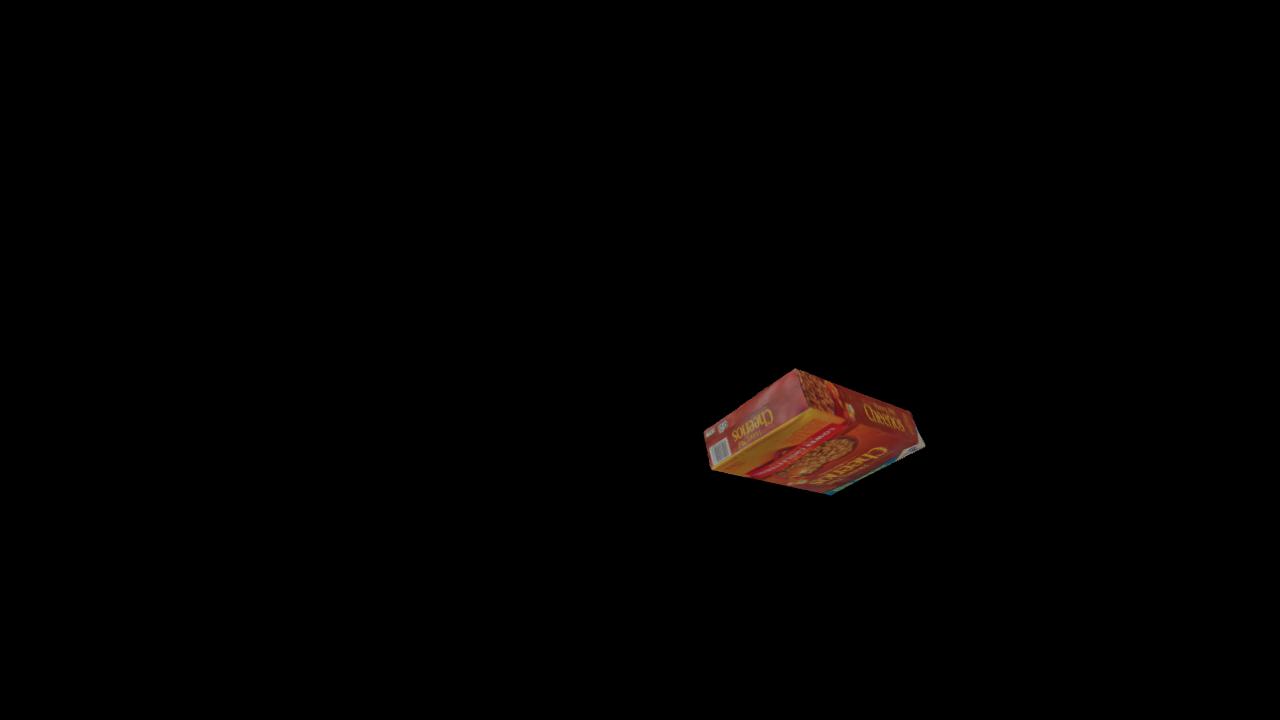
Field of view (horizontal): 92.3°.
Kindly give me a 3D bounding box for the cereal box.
[{"bbox_3d":[0.281,0.128,0.984,0.306,0.081,0.203,19,-44,-34],"label":"cereal box"}]
